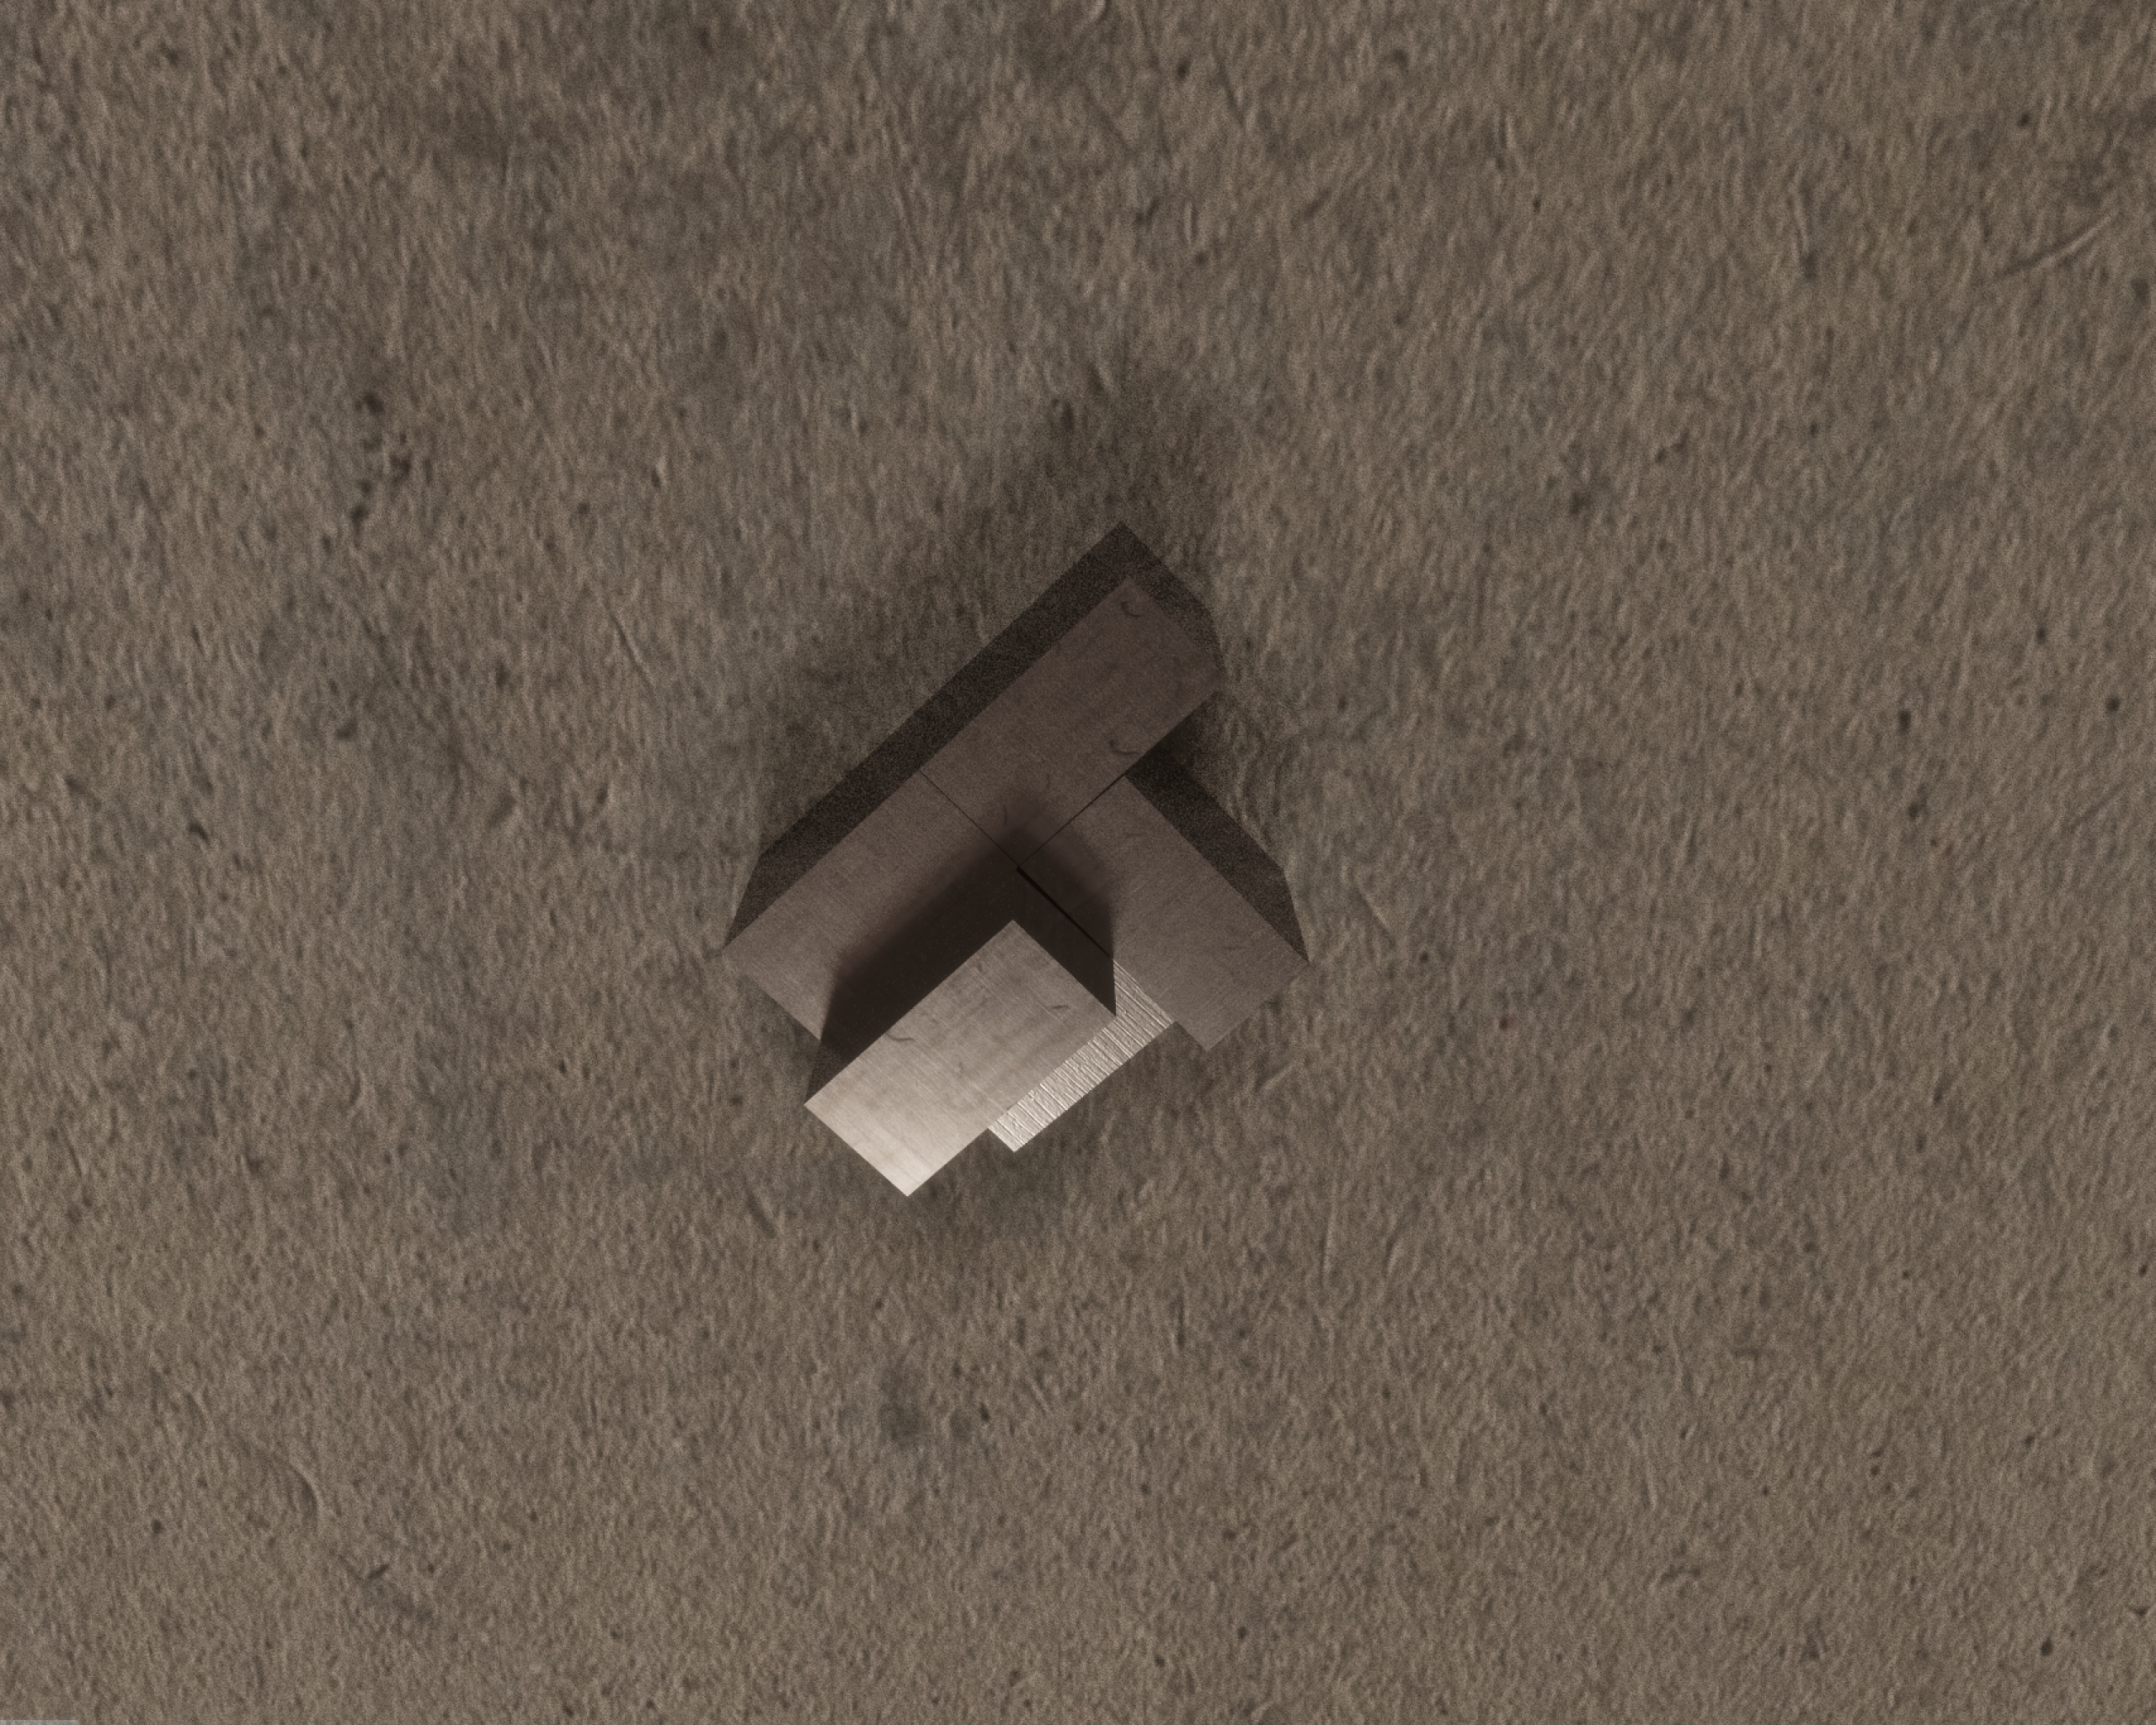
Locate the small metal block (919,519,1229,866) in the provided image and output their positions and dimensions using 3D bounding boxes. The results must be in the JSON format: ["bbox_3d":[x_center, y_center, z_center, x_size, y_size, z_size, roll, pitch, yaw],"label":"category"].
[{"bbox_3d":[-0.001,-0.033,0.385,0.050,0.050,0.025,-42,105,13],"label":"small metal block"}]

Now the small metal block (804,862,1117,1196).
[{"bbox_3d":[-0.020,0.025,0.380,0.050,0.050,0.025,-42,105,13],"label":"small metal block"}]

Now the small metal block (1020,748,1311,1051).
[{"bbox_3d":[0.016,0.001,0.398,0.025,0.050,0.050,-41,105,13],"label":"small metal block"}]

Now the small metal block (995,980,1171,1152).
[{"bbox_3d":[-0.011,0.021,0.419,0.050,0.025,0.050,-41,106,13],"label":"small metal block"}]

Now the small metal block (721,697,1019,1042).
[{"bbox_3d":[-0.038,0.000,0.397,0.050,0.050,0.025,-42,105,13],"label":"small metal block"}]
